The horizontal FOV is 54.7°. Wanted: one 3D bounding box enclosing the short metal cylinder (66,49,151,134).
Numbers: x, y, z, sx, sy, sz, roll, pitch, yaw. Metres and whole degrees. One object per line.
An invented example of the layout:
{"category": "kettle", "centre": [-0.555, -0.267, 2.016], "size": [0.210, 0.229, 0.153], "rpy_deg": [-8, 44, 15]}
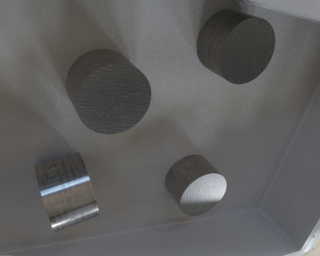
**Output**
{"category": "short metal cylinder", "centre": [-0.056, -0.040, 0.338], "size": [0.081, 0.050, 0.079], "rpy_deg": [-14, 125, -21]}

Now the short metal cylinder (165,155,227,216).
{"category": "short metal cylinder", "centre": [0.055, 0.088, 0.479], "size": [0.081, 0.050, 0.079], "rpy_deg": [-14, 125, -21]}

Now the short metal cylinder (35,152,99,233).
{"category": "short metal cylinder", "centre": [-0.108, 0.073, 0.360], "size": [0.050, 0.080, 0.079], "rpy_deg": [-17, 126, -19]}

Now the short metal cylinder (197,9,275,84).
{"category": "short metal cylinder", "centre": [0.093, -0.101, 0.383], "size": [0.081, 0.050, 0.079], "rpy_deg": [-14, 125, -21]}
